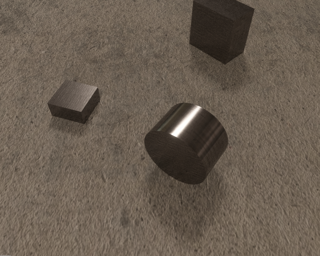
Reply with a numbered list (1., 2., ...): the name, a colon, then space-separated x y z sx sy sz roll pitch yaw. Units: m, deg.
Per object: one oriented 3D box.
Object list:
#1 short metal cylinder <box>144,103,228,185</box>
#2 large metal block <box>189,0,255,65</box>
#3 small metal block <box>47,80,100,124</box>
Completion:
1. short metal cylinder: 0.029 0.018 0.353 0.080 0.080 0.050 28 56 21
2. large metal block: 0.098 -0.165 0.507 0.050 0.080 0.080 -36 59 -26
3. small metal block: -0.119 -0.037 0.433 0.050 0.025 0.050 14 51 11
